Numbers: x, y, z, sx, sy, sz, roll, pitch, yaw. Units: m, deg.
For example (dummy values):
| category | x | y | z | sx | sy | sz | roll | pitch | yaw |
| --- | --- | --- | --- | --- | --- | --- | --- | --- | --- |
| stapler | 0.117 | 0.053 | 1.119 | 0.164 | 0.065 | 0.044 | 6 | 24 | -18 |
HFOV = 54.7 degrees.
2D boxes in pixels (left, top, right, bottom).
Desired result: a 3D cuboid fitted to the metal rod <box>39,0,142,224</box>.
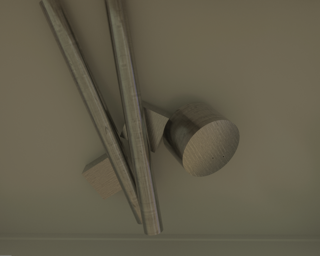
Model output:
| category | x | y | z | sx | sy | sz | roll | pitch | yaw |
| --- | --- | --- | --- | --- | --- | --- | --- | --- | --- |
| metal rod | -0.073 | -0.012 | 0.389 | 0.025 | 0.025 | 0.298 | -20 | 103 | 7 |

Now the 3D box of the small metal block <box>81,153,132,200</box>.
| category | x | y | z | sx | sy | sz | roll | pitch | yaw |
| --- | --- | --- | --- | --- | --- | --- | --- | --- | --- |
| small metal block | -0.072 | 0.065 | 0.434 | 0.050 | 0.025 | 0.050 | -32 | 107 | 11 |

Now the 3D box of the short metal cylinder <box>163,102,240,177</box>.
| category | x | y | z | sx | sy | sz | roll | pitch | yaw |
| --- | --- | --- | --- | --- | --- | --- | --- | --- | --- |
| short metal cylinder | 0.051 | 0.014 | 0.387 | 0.081 | 0.050 | 0.079 | -15 | 125 | -22 |

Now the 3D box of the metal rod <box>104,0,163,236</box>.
| category | x | y | z | sx | sy | sz | roll | pitch | yaw |
| --- | --- | --- | --- | --- | --- | --- | --- | --- | --- |
| metal rod | -0.031 | -0.013 | 0.376 | 0.025 | 0.025 | 0.298 | -9 | 99 | 3 |

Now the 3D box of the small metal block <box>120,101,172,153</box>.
| category | x | y | z | sx | sy | sz | roll | pitch | yaw |
| --- | --- | --- | --- | --- | --- | --- | --- | --- | --- |
| small metal block | -0.017 | -0.003 | 0.404 | 0.050 | 0.025 | 0.050 | 25 | 108 | 6 |
